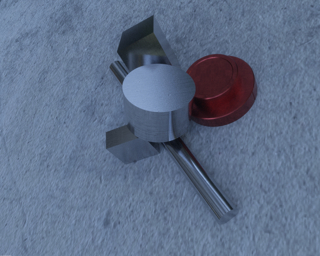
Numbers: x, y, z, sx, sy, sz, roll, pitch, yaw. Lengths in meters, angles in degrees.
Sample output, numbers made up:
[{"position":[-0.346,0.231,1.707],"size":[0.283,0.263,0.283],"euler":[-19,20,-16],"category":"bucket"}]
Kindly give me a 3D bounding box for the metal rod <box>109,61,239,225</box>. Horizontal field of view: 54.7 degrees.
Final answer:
[{"position":[0.000,-0.004,0.407],"size":[0.025,0.025,0.300],"euler":[-38,51,2],"category":"metal rod"}]

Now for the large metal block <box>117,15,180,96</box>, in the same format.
[{"position":[-0.011,-0.095,0.419],"size":[0.050,0.080,0.080],"euler":[-25,31,15],"category":"large metal block"}]

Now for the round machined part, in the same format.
[{"position":[0.069,-0.054,0.390],"size":[0.098,0.042,0.098],"euler":[-13,56,20],"category":"round machined part"}]

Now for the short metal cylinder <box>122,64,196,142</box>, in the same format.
[{"position":[-0.002,-0.030,0.360],"size":[0.081,0.050,0.080],"euler":[2,49,-2],"category":"short metal cylinder"}]

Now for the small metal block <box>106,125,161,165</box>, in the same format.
[{"position":[-0.034,0.020,0.394],"size":[0.050,0.050,0.025],"euler":[-19,54,16],"category":"small metal block"}]
